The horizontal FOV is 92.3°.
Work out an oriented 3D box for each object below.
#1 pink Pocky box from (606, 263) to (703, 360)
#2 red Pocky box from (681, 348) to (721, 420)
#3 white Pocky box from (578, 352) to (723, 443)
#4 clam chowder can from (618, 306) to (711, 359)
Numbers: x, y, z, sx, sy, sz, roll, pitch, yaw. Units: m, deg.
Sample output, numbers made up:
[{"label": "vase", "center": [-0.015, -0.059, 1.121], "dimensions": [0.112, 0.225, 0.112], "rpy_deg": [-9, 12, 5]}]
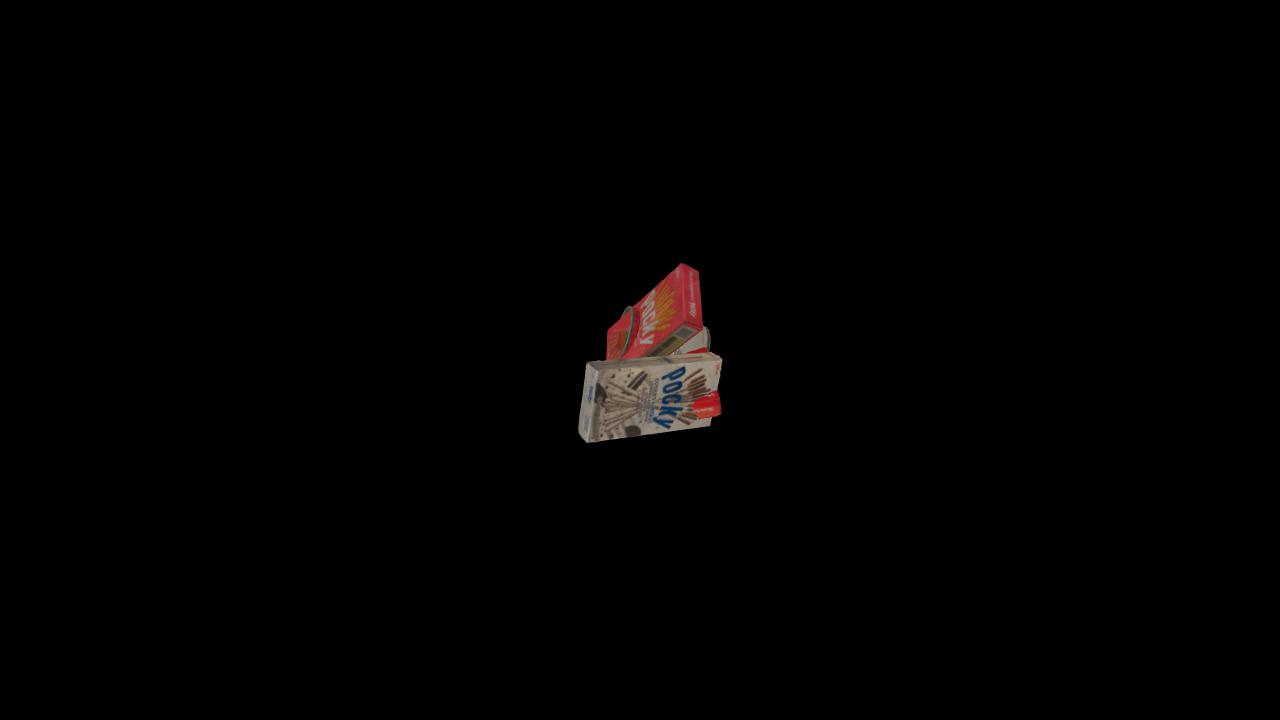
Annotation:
[{"label": "pink Pocky box", "center": [0.012, -0.035, 0.710], "dimensions": [0.029, 0.084, 0.155], "rpy_deg": [22, -40, -29]}, {"label": "red Pocky box", "center": [0.042, 0.009, 0.723], "dimensions": [0.083, 0.028, 0.155], "rpy_deg": [-8, 41, 0]}, {"label": "white Pocky box", "center": [0.013, 0.037, 0.645], "dimensions": [0.154, 0.084, 0.028], "rpy_deg": [-4, 24, -30]}, {"label": "clam chowder can", "center": [0.026, -0.021, 0.745], "dimensions": [0.102, 0.068, 0.068], "rpy_deg": [14, -4, -15]}]
